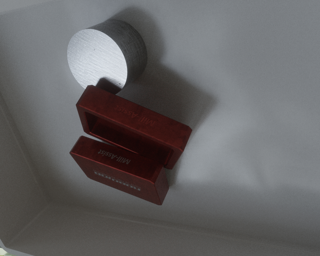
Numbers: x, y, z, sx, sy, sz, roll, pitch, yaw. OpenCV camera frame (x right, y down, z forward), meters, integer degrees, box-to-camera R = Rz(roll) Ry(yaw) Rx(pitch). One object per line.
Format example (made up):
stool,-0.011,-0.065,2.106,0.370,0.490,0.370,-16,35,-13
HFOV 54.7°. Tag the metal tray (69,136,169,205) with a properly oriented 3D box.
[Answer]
metal tray,-0.056,0.063,0.449,0.130,0.030,0.090,17,151,18

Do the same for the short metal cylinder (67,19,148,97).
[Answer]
short metal cylinder,-0.062,-0.084,0.372,0.080,0.050,0.079,13,124,20

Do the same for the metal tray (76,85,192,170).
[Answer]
metal tray,-0.033,0.003,0.384,0.131,0.030,0.090,23,157,2

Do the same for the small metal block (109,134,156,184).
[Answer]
small metal block,-0.041,0.046,0.457,0.050,0.025,0.050,34,129,5
